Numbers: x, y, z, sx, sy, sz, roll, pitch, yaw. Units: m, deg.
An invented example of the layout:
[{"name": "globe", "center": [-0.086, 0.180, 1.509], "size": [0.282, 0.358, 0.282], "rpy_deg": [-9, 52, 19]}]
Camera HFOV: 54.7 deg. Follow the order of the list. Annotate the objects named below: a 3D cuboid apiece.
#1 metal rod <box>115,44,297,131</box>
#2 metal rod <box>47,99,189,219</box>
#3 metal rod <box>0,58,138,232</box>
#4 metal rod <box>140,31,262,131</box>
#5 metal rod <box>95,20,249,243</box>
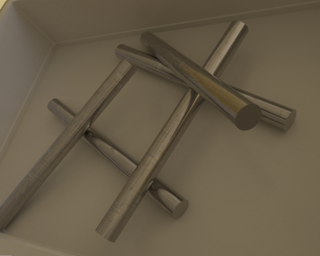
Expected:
[{"name": "metal rod", "center": [0.038, -0.068, 0.427], "size": [0.300, 0.025, 0.025], "rpy_deg": [30, 78, 37]}, {"name": "metal rod", "center": [-0.078, 0.026, 0.430], "size": [0.300, 0.025, 0.025], "rpy_deg": [32, 80, 38]}, {"name": "metal rod", "center": [-0.138, 0.026, 0.435], "size": [0.300, 0.025, 0.025], "rpy_deg": [-49, 51, 4]}, {"name": "metal rod", "center": [0.027, -0.077, 0.383], "size": [0.025, 0.025, 0.300], "rpy_deg": [-38, 34, 2]}, {"name": "metal rod", "center": [0.022, -0.006, 0.364], "size": [0.025, 0.025, 0.300], "rpy_deg": [24, 74, 36]}]
